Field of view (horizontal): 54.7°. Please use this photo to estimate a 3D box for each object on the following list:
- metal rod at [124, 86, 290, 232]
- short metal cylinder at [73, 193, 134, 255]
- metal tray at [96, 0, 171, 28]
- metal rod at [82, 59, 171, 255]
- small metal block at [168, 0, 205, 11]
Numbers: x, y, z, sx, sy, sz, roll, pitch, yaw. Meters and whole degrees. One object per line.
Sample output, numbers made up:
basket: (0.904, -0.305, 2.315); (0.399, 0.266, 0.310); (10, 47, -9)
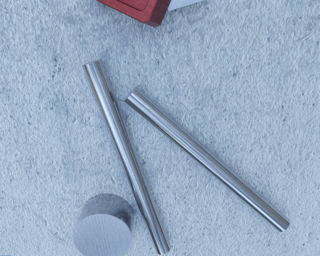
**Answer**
metal rod: (0.073, 0.051, 0.429); (0.300, 0.025, 0.025); (40, 105, -14)
short metal cylinder: (-0.079, 0.143, 0.448); (0.081, 0.050, 0.079); (0, 110, -1)
metal tray: (-0.018, -0.183, 0.319); (0.090, 0.030, 0.129); (31, 109, 16)
metal rod: (-0.039, 0.053, 0.428); (0.025, 0.025, 0.298); (-17, 110, 5)
small metal block: (0.027, -0.165, 0.350); (0.050, 0.025, 0.050); (-15, 110, 5)
